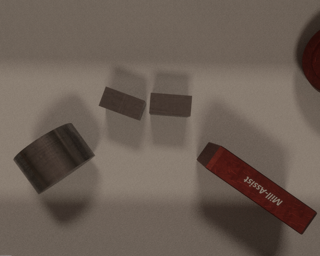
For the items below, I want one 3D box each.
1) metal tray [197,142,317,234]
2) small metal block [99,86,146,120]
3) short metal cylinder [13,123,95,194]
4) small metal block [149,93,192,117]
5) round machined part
[{"bbox_3d":[0.111,0.068,0.380,0.130,0.090,0.030,35,90,-1],"label":"metal tray"},{"bbox_3d":[-0.046,-0.030,0.398,0.050,0.050,0.025,20,90,-1],"label":"small metal block"},{"bbox_3d":[-0.128,0.037,0.382,0.080,0.080,0.050,-35,91,0],"label":"short metal cylinder"},{"bbox_3d":[0.013,-0.029,0.399,0.050,0.050,0.025,4,90,-1],"label":"small metal block"},{"bbox_3d":[0.236,-0.084,0.391,0.098,0.042,0.097,-5,80,33],"label":"round machined part"}]
